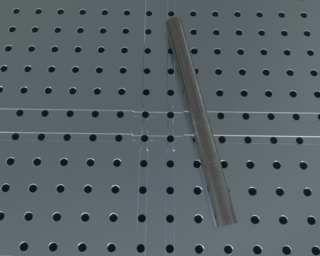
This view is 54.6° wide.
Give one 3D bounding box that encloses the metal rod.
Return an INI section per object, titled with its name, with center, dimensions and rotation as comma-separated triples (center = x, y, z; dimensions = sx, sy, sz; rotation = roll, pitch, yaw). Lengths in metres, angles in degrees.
[metal rod]
center = 0.050, -0.022, 0.420
dimensions = 0.025, 0.025, 0.299
rotation = -11, 70, -4
